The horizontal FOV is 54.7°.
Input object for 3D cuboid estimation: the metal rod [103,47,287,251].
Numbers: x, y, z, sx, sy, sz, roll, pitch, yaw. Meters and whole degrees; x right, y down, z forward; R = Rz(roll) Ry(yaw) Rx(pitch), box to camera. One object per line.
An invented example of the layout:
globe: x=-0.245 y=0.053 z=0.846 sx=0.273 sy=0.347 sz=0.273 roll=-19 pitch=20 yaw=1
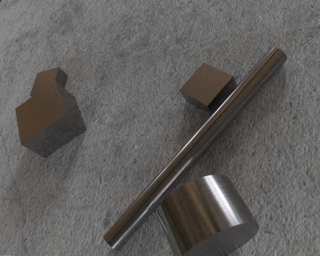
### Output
metal rod: x=0.046 y=0.020 z=0.366 sx=0.300 sy=0.025 sz=0.025 roll=-48 pitch=52 yaw=-6

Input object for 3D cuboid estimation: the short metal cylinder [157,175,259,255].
short metal cylinder: x=0.044 y=0.089 z=0.291 sx=0.080 sy=0.080 sz=0.050 roll=-33 pitch=52 yaw=7

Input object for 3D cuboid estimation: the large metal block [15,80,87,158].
large metal block: x=-0.171 y=-0.014 z=0.484 sx=0.080 sy=0.050 sz=0.080 roll=-34 pitch=52 yaw=5

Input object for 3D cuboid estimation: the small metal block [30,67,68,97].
small metal block: x=-0.197 y=-0.076 z=0.552 sx=0.050 sy=0.025 sz=0.050 roll=-10 pitch=57 yaw=22

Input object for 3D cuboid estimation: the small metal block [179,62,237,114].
small metal block: x=0.063 y=-0.051 z=0.401 sx=0.050 sy=0.025 sz=0.050 roll=-49 pitch=52 yaw=-7
